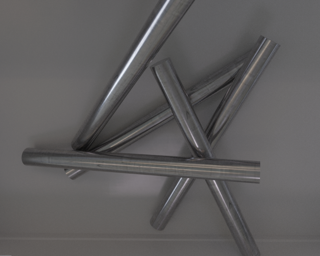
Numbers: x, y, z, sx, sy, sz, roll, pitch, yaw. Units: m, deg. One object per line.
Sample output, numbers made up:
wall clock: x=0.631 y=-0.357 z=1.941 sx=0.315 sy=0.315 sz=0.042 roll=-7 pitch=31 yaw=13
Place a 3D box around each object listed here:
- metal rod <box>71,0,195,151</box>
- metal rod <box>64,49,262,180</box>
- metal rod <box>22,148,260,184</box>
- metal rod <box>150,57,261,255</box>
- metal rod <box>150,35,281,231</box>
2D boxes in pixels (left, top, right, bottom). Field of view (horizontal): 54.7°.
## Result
metal rod: x=-0.033 y=-0.057 z=0.321 sx=0.025 sy=0.025 sz=0.298 roll=33 pitch=133 yaw=-12
metal rod: x=0.001 y=-0.015 z=0.405 sx=0.300 sy=0.025 sz=0.025 roll=-31 pitch=107 yaw=10
metal rod: x=-0.035 y=0.044 z=0.382 sx=0.301 sy=0.025 sz=0.025 roll=2 pitch=111 yaw=15
metal rod: x=0.065 y=0.054 z=0.388 sx=0.025 sy=0.025 sz=0.299 roll=-24 pitch=109 yaw=8
metal rod: x=0.060 y=0.023 z=0.404 sx=0.025 sy=0.025 sz=0.298 roll=24 pitch=114 yaw=-9
